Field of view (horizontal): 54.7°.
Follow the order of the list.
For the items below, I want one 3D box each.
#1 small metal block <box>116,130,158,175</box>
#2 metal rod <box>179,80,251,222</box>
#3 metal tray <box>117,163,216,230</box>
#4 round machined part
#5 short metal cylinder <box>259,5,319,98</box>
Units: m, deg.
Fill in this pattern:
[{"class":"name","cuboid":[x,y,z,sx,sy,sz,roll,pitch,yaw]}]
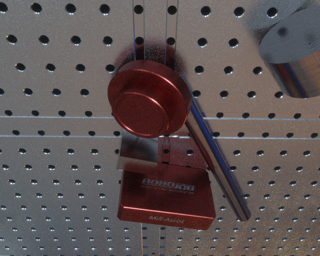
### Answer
[{"class":"small metal block","cuboid":[-0.030,0.033,0.423,0.050,0.050,0.025,12,129,-10]},{"class":"metal rod","cuboid":[0.082,0.051,0.456,0.025,0.025,0.299,-20,128,16]},{"class":"metal tray","cuboid":[0.009,0.094,0.448,0.131,0.090,0.030,10,128,-9]},{"class":"round machined part","cuboid":[-0.016,-0.026,0.359,0.098,0.042,0.097,13,137,13]},{"class":"short metal cylinder","cuboid":[0.149,-0.077,0.313,0.080,0.080,0.050,-30,124,23]}]
